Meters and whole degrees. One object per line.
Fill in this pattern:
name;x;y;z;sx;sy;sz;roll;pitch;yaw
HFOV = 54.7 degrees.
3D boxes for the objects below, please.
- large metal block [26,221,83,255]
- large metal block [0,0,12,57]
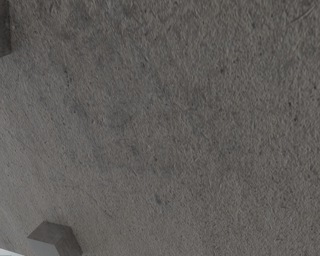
large metal block;-0.225;0.254;0.667;0.080;0.050;0.080;1;119;28
large metal block;-0.263;-0.149;0.437;0.080;0.050;0.079;26;128;12
